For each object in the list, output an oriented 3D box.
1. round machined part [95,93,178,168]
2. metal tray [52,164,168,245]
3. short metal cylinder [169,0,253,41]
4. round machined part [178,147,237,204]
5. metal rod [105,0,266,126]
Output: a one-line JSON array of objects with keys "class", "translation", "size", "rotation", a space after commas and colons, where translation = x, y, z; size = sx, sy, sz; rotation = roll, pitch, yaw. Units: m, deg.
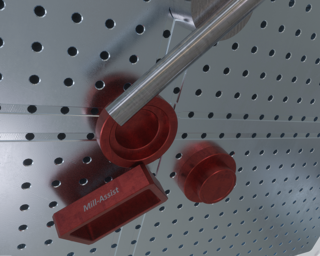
[{"class": "round machined part", "translation": [-0.031, -0.003, 0.382], "size": [0.099, 0.042, 0.097], "rotation": [-14, 124, -21]}, {"class": "metal tray", "translation": [-0.060, 0.105, 0.410], "size": [0.130, 0.030, 0.090], "rotation": [-30, 151, -1]}, {"class": "short metal cylinder", "translation": [0.057, -0.142, 0.339], "size": [0.081, 0.050, 0.079], "rotation": [-14, 124, -21]}, {"class": "round machined part", "translation": [0.082, 0.082, 0.497], "size": [0.099, 0.042, 0.097], "rotation": [-14, 124, -21]}, {"class": "metal rod", "translation": [0.066, -0.110, 0.314], "size": [0.300, 0.025, 0.025], "rotation": [-41, 130, 0]}]
